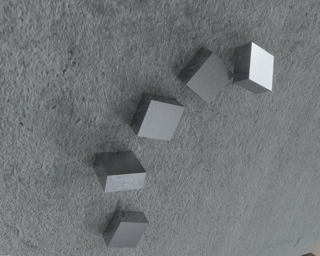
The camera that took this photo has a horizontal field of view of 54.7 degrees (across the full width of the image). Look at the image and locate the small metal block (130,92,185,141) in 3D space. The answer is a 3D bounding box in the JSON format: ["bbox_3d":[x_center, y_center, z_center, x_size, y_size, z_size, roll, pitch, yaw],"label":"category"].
[{"bbox_3d":[-0.003,-0.014,0.396,0.050,0.025,0.050,10,114,-33],"label":"small metal block"}]

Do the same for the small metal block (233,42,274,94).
[{"bbox_3d":[0.124,-0.078,0.410,0.050,0.025,0.050,17,75,-37],"label":"small metal block"}]

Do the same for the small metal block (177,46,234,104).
[{"bbox_3d":[0.059,-0.067,0.398,0.050,0.025,0.050,34,99,-39],"label":"small metal block"}]

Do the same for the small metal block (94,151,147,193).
[{"bbox_3d":[-0.052,0.054,0.396,0.050,0.050,0.025,-1,119,-28],"label":"small metal block"}]

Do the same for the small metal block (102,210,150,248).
[{"bbox_3d":[-0.052,0.155,0.474,0.050,0.025,0.050,16,110,-35],"label":"small metal block"}]
